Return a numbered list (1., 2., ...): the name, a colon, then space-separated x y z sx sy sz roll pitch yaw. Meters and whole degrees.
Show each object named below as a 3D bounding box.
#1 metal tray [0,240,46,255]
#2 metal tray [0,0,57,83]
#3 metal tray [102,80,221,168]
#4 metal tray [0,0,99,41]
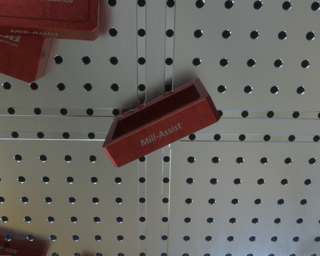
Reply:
1. metal tray: -0.258 0.224 0.490 0.131 0.030 0.089 18 109 -7
2. metal tray: -0.198 -0.118 0.365 0.131 0.030 0.089 19 109 -8
3. metal tray: 0.000 -0.009 0.375 0.130 0.090 0.030 -25 108 8
4. metal tray: -0.131 -0.145 0.328 0.131 0.030 0.089 1 86 -9
